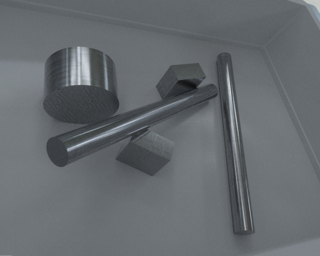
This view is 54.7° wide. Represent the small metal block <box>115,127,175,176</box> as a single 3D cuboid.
[{"bbox_3d":[-0.018,0.027,0.365,0.050,0.050,0.025,27,52,-12],"label":"small metal block"}]

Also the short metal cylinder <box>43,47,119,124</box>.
[{"bbox_3d":[-0.089,-0.046,0.351,0.081,0.080,0.050,5,60,-26],"label":"short metal cylinder"}]

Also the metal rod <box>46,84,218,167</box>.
[{"bbox_3d":[-0.001,-0.019,0.365,0.025,0.025,0.302,53,35,9],"label":"metal rod"}]

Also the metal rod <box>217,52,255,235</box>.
[{"bbox_3d":[0.109,0.003,0.464,0.025,0.025,0.299,15,56,-20],"label":"metal rod"}]

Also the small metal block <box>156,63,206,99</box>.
[{"bbox_3d":[0.030,-0.067,0.448,0.050,0.050,0.025,-12,68,-34],"label":"small metal block"}]
